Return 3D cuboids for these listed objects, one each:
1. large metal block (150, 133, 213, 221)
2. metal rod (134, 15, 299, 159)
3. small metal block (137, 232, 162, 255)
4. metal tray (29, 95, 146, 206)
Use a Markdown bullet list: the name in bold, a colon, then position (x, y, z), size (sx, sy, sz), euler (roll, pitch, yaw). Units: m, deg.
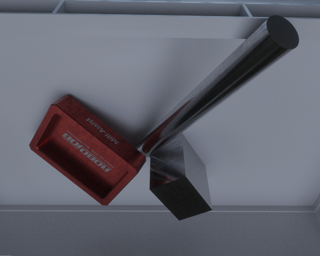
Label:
- **large metal block**: position (0.029, 0.068, 0.431), size (0.050, 0.080, 0.080), euler (-24, 127, 18)
- **metal rod**: position (0.020, -0.008, 0.320), size (0.025, 0.025, 0.299), euler (19, 153, -16)
- **small metal block**: position (-0.019, 0.239, 0.599), size (0.025, 0.050, 0.050), euler (-25, 126, 19)
- **metal tray**: position (-0.094, 0.032, 0.399), size (0.130, 0.030, 0.090), euler (39, 124, -3)
